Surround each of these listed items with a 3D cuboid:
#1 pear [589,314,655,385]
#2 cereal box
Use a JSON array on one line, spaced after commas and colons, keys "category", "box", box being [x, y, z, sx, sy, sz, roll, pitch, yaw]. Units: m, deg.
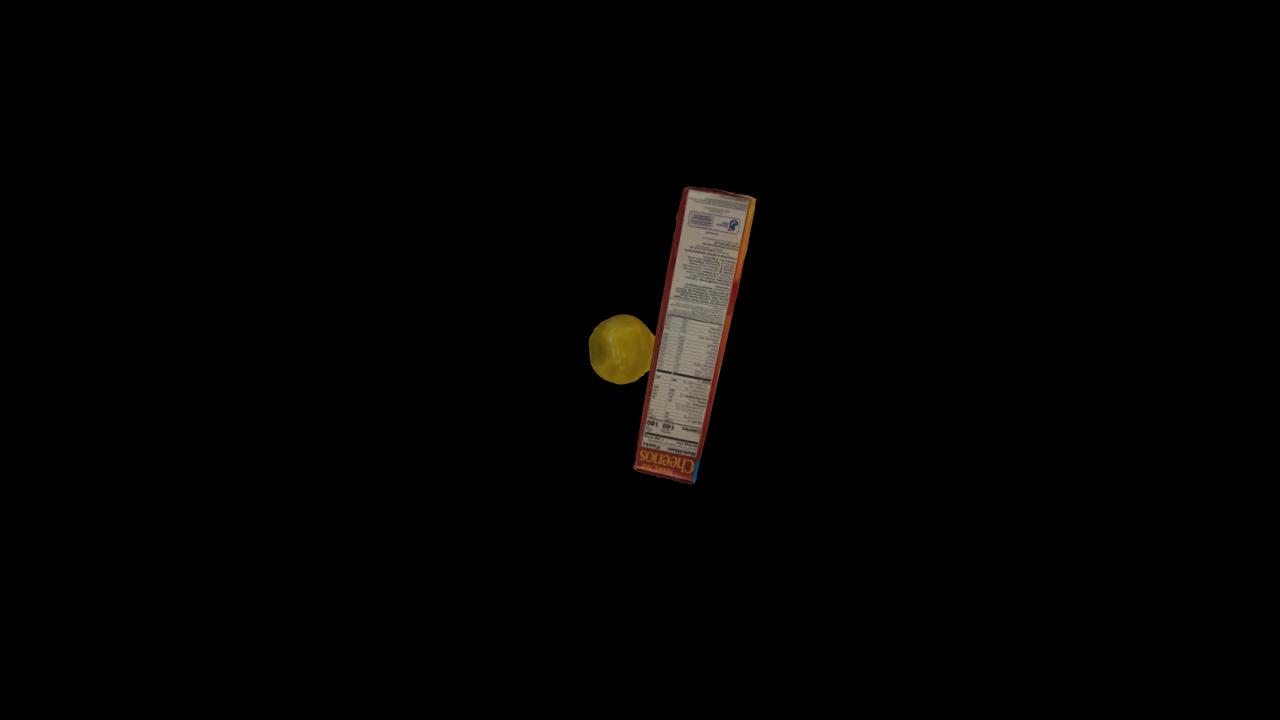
[{"category": "pear", "box": [-0.003, -0.014, 0.718, 0.111, 0.080, 0.080, -6, 4, -38]}, {"category": "cereal box", "box": [0.062, -0.038, 0.718, 0.081, 0.306, 0.203, 11, 13, 4]}]
